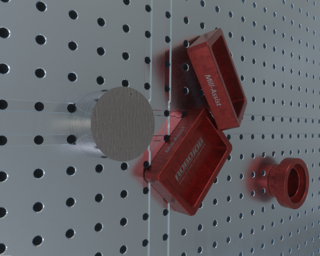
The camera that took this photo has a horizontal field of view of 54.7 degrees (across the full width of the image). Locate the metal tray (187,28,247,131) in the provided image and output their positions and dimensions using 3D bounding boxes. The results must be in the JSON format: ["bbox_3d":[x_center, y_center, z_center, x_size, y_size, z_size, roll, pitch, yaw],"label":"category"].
[{"bbox_3d":[0.089,-0.073,0.458,0.129,0.030,0.090,65,32,-19],"label":"metal tray"}]

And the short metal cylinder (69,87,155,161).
[{"bbox_3d":[-0.053,-0.004,0.348,0.081,0.050,0.079,0,90,-40],"label":"short metal cylinder"}]

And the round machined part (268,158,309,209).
[{"bbox_3d":[0.249,0.106,0.607,0.099,0.042,0.097,0,90,-40],"label":"round machined part"}]

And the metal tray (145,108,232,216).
[{"bbox_3d":[0.046,0.046,0.444,0.090,0.030,0.130,51,60,-28],"label":"metal tray"}]
